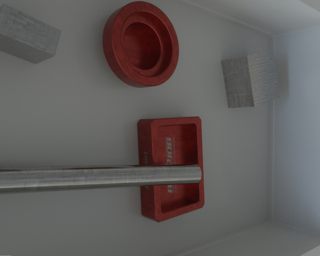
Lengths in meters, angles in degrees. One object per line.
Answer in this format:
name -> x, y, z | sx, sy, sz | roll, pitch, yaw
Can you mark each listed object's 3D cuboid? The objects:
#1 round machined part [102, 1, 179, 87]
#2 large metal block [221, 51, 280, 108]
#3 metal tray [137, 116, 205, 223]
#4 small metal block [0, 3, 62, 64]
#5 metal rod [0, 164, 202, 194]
round machined part -> -0.027, -0.097, 0.375 | 0.099, 0.042, 0.097 | 0, 90, -40
large metal block -> 0.154, -0.082, 0.522 | 0.081, 0.050, 0.079 | -19, 102, -39
metal tray -> 0.017, 0.051, 0.419 | 0.091, 0.030, 0.129 | -5, 93, -40
small metal block -> -0.127, -0.083, 0.284 | 0.050, 0.050, 0.025 | 19, 78, -39
metal rod -> -0.081, 0.051, 0.315 | 0.302, 0.025, 0.025 | 4, 88, -33
